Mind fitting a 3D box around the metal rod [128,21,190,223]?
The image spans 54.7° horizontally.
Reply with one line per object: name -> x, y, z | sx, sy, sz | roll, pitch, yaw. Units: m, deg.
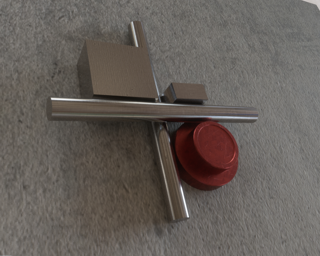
metal rod -> -0.008, -0.026, 0.418 | 0.025, 0.025, 0.299 | 2, 61, -28

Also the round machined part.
round machined part -> 0.064, 0.030, 0.411 | 0.099, 0.042, 0.098 | 14, 56, -21

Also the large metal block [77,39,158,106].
large metal block -> -0.057, -0.060, 0.396 | 0.081, 0.050, 0.080 | 1, 62, -28

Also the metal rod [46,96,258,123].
metal rod -> 0.015, -0.020, 0.395 | 0.303, 0.025, 0.025 | 0, 62, -33

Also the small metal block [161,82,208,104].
small metal block -> 0.030, -0.038, 0.430 | 0.050, 0.050, 0.025 | -1, 63, -29
